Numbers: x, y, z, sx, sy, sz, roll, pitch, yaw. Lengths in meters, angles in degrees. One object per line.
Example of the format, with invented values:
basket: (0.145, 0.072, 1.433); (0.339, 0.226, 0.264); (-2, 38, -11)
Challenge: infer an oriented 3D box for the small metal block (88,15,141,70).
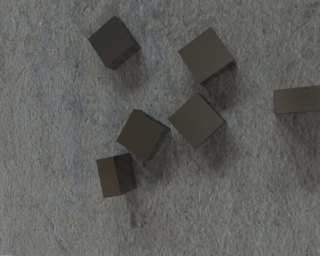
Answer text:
small metal block: (-0.063, -0.117, 0.430); (0.050, 0.025, 0.050); (-36, 79, 16)

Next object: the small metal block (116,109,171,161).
small metal block: (-0.022, 0.009, 0.416); (0.050, 0.025, 0.050); (33, 100, 16)

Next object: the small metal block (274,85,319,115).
small metal block: (0.153, -0.030, 0.342); (0.050, 0.050, 0.025); (-5, 89, 19)

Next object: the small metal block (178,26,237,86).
small metal block: (0.059, -0.089, 0.388); (0.050, 0.025, 0.050); (-35, 79, 16)

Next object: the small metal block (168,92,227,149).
small metal block: (0.048, -0.009, 0.392); (0.050, 0.025, 0.050); (-44, 77, 14)

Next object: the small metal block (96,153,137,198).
small metal block: (-0.057, 0.062, 0.415); (0.025, 0.050, 0.050); (-13, 86, 19)
